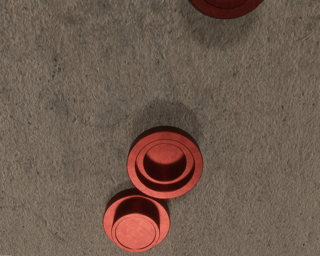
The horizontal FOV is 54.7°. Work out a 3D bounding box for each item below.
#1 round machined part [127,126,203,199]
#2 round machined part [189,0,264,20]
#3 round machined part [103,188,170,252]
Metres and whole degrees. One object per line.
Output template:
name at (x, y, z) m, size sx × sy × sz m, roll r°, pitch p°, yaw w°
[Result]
round machined part at (0.006, 0.042, 0.416) m, size 0.099 × 0.042 × 0.097 m, roll 0°, pitch 110°, yaw -1°
round machined part at (0.071, -0.171, 0.339) m, size 0.099 × 0.042 × 0.097 m, roll 0°, pitch 110°, yaw -1°
round machined part at (-0.034, 0.140, 0.452) m, size 0.099 × 0.042 × 0.097 m, roll 0°, pitch 110°, yaw -1°
